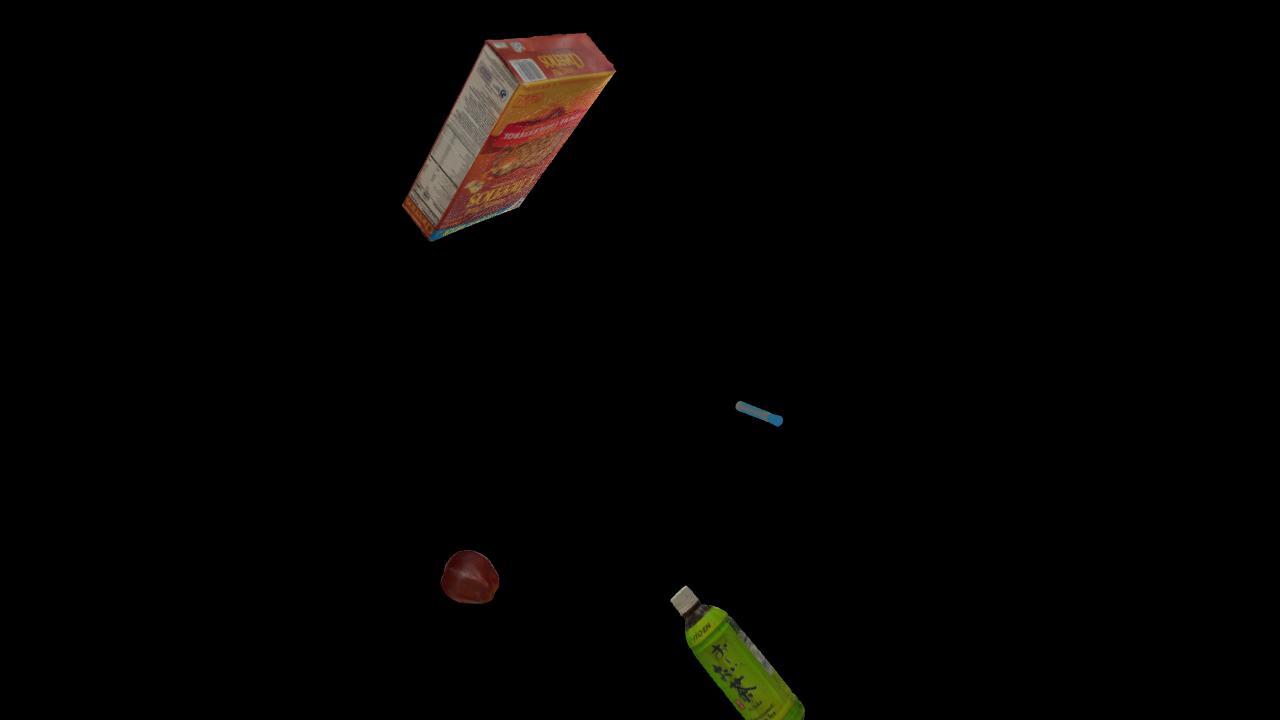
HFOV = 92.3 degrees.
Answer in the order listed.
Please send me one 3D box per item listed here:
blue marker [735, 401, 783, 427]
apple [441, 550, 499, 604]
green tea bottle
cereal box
[{"bbox_3d":[0.212,0.095,1.095,0.020,0.020,0.121,0,9,-26],"label":"blue marker"},{"bbox_3d":[-0.270,0.346,0.978,0.093,0.079,0.079,23,4,10],"label":"apple"},{"bbox_3d":[0.120,0.390,0.805,0.073,0.212,0.073,-37,-16,-12],"label":"green tea bottle"},{"bbox_3d":[-0.189,-0.308,0.868,0.306,0.081,0.203,-39,0,42],"label":"cereal box"}]
